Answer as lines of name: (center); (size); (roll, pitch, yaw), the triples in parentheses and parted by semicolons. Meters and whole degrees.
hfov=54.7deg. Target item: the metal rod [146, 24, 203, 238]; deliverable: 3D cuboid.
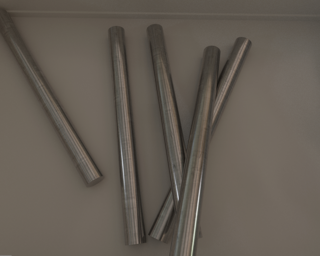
metal rod: (0.013, -0.014, 0.397); (0.025, 0.025, 0.299); (-7, 64, -3)

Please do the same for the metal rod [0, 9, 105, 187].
metal rod: (-0.161, -0.052, 0.427); (0.025, 0.025, 0.299); (-31, 73, -11)

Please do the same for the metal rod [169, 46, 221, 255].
metal rod: (0.047, 0.011, 0.367); (0.025, 0.025, 0.300); (11, 56, 4)

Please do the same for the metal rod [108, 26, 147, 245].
metal rod: (-0.046, -0.005, 0.410); (0.025, 0.025, 0.299); (-7, 70, -3)

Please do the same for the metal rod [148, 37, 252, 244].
metal rod: (0.060, 0.002, 0.408); (0.025, 0.025, 0.300); (24, 71, 8)
